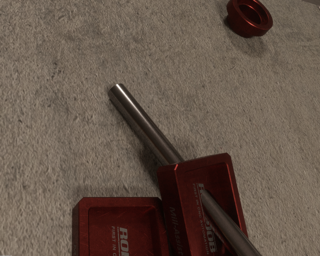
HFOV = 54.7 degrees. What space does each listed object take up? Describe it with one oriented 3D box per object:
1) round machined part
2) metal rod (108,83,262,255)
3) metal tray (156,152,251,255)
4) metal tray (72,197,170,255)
[{"bbox_3d":[0.175,-0.222,0.625,0.099,0.042,0.098,14,56,-21],"label":"round machined part"},{"bbox_3d":[0.032,0.062,0.360,0.025,0.025,0.300,-26,68,-37],"label":"metal rod"},{"bbox_3d":[0.051,0.098,0.336,0.091,0.030,0.129,-7,83,-41],"label":"metal tray"},{"bbox_3d":[-0.036,0.134,0.299,0.091,0.030,0.130,6,59,-25],"label":"metal tray"}]
